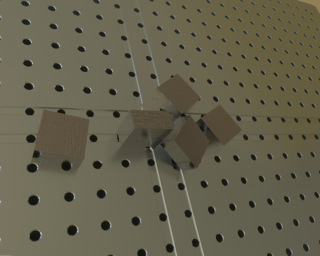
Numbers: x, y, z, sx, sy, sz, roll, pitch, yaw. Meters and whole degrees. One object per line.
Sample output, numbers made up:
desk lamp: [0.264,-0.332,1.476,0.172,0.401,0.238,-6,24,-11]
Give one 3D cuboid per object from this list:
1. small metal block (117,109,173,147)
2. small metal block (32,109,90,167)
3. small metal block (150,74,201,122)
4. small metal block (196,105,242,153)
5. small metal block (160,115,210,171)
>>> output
small metal block: [-0.019,0.002,0.382,0.050,0.050,0.025,1,61,-28]
small metal block: [-0.109,0.012,0.343,0.050,0.025,0.050,13,56,-21]
small metal block: [0.023,-0.044,0.449,0.050,0.025,0.050,47,51,4]
small metal block: [0.084,0.000,0.455,0.050,0.025,0.050,-33,81,-38]
small metal block: [0.034,0.020,0.406,0.050,0.025,0.050,51,48,-21]
